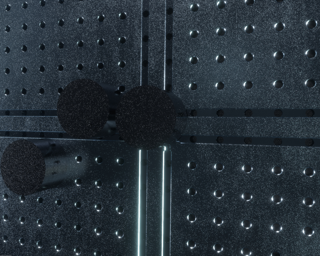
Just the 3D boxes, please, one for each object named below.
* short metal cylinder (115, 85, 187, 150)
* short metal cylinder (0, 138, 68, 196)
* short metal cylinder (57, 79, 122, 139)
[{"bbox_3d":[-0.010,-0.013,0.402,0.080,0.050,0.079,0,90,19],"label":"short metal cylinder"},{"bbox_3d":[-0.187,0.056,0.464,0.080,0.050,0.079,0,90,19],"label":"short metal cylinder"},{"bbox_3d":[-0.094,-0.026,0.431,0.080,0.050,0.079,0,90,19],"label":"short metal cylinder"}]
